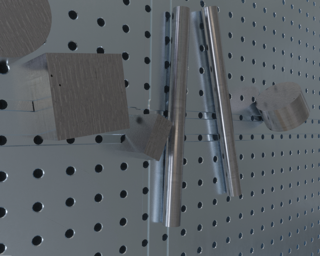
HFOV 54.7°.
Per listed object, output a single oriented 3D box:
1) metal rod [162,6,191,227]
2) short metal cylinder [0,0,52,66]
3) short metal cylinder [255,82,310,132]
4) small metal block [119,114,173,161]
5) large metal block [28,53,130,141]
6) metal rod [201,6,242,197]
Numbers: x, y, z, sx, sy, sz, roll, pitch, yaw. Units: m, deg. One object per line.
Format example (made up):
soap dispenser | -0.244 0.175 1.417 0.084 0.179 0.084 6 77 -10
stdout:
metal rod | 0.023 -0.017 0.428 0.025 0.025 0.298 5 87 -40
short metal cylinder | -0.144 -0.098 0.272 0.081 0.050 0.079 0 90 -40
short metal cylinder | 0.221 -0.039 0.559 0.080 0.080 0.050 -51 121 -28
small metal block | -0.017 0.011 0.379 0.025 0.050 0.050 32 70 -36
large metal block | -0.083 -0.033 0.323 0.081 0.050 0.079 -11 97 -40
metal rod | 0.099 -0.037 0.492 0.025 0.025 0.298 -16 100 -39
